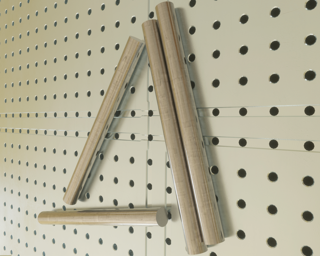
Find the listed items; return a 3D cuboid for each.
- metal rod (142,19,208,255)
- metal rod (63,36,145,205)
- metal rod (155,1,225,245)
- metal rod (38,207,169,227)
[{"bbox_3d":[0.016,0.004,0.396,0.025,0.025,0.299,-19,78,38],"label":"metal rod"},{"bbox_3d":[-0.094,0.001,0.488,0.025,0.025,0.298,40,114,32],"label":"metal rod"},{"bbox_3d":[0.034,-0.013,0.381,0.025,0.025,0.299,-18,78,38],"label":"metal rod"},{"bbox_3d":[-0.110,0.145,0.501,0.299,0.025,0.025,-14,81,39],"label":"metal rod"}]
